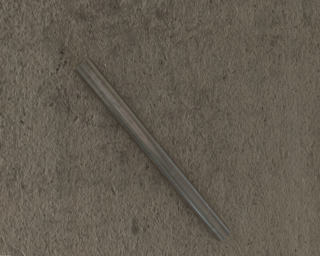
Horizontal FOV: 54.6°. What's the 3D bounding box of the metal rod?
[{"bbox_3d":[-0.002,0.037,0.407,0.025,0.025,0.300,-42,103,-15],"label":"metal rod"}]
